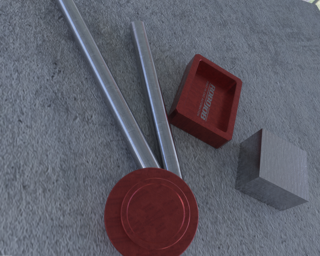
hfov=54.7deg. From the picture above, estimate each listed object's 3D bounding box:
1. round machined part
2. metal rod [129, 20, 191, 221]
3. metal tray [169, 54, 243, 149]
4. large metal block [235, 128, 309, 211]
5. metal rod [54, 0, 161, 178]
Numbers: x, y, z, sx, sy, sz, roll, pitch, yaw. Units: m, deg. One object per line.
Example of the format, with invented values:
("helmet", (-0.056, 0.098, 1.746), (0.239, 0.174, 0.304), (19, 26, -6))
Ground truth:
("round machined part", (-0.007, 0.088, 0.318), (0.099, 0.042, 0.098), (4, 70, -10))
("metal rod", (-0.005, -0.027, 0.418), (0.025, 0.025, 0.299), (1, 61, -28))
("metal tray", (0.072, -0.043, 0.467), (0.090, 0.030, 0.130), (29, 52, -10))
("large metal block", (0.159, 0.060, 0.439), (0.080, 0.050, 0.080), (27, 52, -12))
("metal rod", (-0.076, -0.069, 0.406), (0.025, 0.025, 0.299), (-17, 71, -35))
